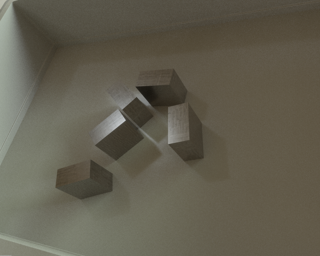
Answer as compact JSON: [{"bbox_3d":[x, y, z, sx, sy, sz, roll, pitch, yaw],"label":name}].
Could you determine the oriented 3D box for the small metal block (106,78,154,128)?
[{"bbox_3d":[-0.042,-0.034,0.433,0.025,0.050,0.050,-42,51,0],"label":"small metal block"}]

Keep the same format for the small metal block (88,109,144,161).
[{"bbox_3d":[-0.057,0.010,0.414,0.050,0.050,0.025,-39,51,2],"label":"small metal block"}]

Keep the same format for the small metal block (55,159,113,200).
[{"bbox_3d":[-0.096,0.068,0.399,0.050,0.050,0.025,-18,55,18],"label":"small metal block"}]

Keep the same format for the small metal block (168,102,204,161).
[{"bbox_3d":[0.031,0.006,0.370,0.025,0.050,0.050,-13,57,21],"label":"small metal block"}]

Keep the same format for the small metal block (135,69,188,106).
[{"bbox_3d":[0.003,-0.053,0.421,0.050,0.050,0.025,1,62,29],"label":"small metal block"}]
